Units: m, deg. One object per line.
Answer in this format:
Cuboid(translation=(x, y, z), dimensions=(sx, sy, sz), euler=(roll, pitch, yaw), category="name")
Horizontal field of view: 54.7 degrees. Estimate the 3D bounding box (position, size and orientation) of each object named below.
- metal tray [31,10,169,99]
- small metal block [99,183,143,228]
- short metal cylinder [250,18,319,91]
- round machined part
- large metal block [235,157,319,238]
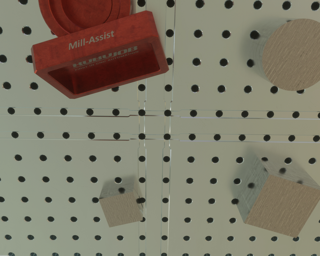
Cuboid(translation=(-0.061, -0.077, 0.349), dimensions=(0.131, 0.090, 0.030), euler=(-15, 75, 5), category="metal tray")
Cuboid(translation=(-0.056, 0.113, 0.454), dimensions=(0.050, 0.025, 0.050), euler=(-14, 110, 4), category="small metal block")
Cuboid(translation=(0.154, -0.089, 0.370), dimensions=(0.081, 0.050, 0.079), euler=(0, 110, -1), category="short metal cylinder")
Cuboid(translation=(-0.081, -0.142, 0.351), dimensions=(0.099, 0.042, 0.097), euler=(0, 110, 0), category="round machined part")
Cuboid(translation=(0.166, 0.098, 0.439), dimensions=(0.080, 0.050, 0.079), euler=(18, 109, -7), category="large metal block")
